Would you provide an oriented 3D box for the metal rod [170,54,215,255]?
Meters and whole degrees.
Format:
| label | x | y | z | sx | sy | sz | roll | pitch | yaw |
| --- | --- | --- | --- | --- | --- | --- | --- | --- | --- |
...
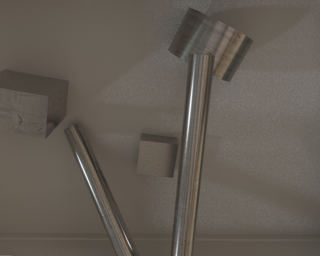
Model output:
| label | x | y | z | sx | sy | sz | roll | pitch | yaw |
| --- | --- | --- | --- | --- | --- | --- | --- | --- | --- |
| metal rod | 0.030 | 0.074 | 0.333 | 0.025 | 0.025 | 0.298 | 4 | 102 | -2 |

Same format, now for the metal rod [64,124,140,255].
| label | x | y | z | sx | sy | sz | roll | pitch | yaw |
| --- | --- | --- | --- | --- | --- | --- | --- | --- | --- |
| metal rod | -0.051 | 0.131 | 0.381 | 0.025 | 0.025 | 0.299 | -29 | 78 | 9 |

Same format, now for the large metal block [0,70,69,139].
| label | x | y | z | sx | sy | sz | roll | pitch | yaw |
| --- | --- | --- | --- | --- | --- | --- | --- | --- | --- |
| large metal block | -0.162 | -0.031 | 0.368 | 0.081 | 0.080 | 0.050 | 10 | 110 | -4 |

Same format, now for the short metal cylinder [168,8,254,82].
| label | x | y | z | sx | sy | sz | roll | pitch | yaw |
| --- | --- | --- | --- | --- | --- | --- | --- | --- | --- |
| short metal cylinder | 0.056 | -0.093 | 0.349 | 0.080 | 0.080 | 0.050 | 24 | 108 | -9 |

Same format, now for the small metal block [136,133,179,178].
| label | x | y | z | sx | sy | sz | roll | pitch | yaw |
| --- | --- | --- | --- | --- | --- | --- | --- | --- | --- |
| small metal block | -0.004 | 0.038 | 0.425 | 0.050 | 0.025 | 0.050 | 7 | 110 | -3 |
